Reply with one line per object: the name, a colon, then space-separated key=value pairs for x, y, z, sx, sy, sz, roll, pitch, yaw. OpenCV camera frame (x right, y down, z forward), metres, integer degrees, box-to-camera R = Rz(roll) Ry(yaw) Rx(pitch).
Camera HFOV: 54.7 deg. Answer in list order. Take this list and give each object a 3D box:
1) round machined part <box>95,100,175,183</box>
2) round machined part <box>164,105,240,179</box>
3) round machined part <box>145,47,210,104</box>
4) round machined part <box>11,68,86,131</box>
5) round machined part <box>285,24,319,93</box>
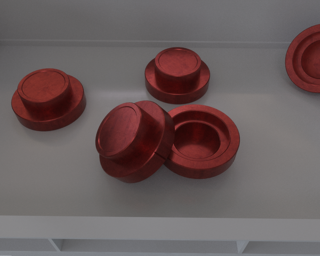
round machined part: x=-0.035 y=0.010 z=0.353 sx=0.098 sy=0.042 sz=0.098 roll=-22 pitch=49 yaw=29
round machined part: x=0.044 y=0.020 z=0.377 sx=0.099 sy=0.042 sz=0.098 roll=0 pitch=50 yaw=0
round machined part: x=0.026 y=-0.085 z=0.465 sx=0.099 sy=0.042 sz=0.098 roll=0 pitch=50 yaw=0
round machined part: x=-0.156 y=-0.046 z=0.431 sx=0.099 sy=0.042 sz=0.098 roll=0 pitch=50 yaw=0
round machined part: x=0.241 y=-0.100 z=0.456 sx=0.098 sy=0.097 sz=0.042 roll=38 pitch=24 yaw=27
